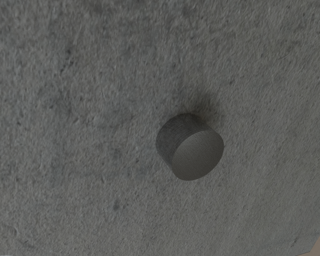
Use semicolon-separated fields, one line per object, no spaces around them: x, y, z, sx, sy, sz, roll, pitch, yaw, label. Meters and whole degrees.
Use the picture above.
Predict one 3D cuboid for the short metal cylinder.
0.041;0.026;0.431;0.081;0.050;0.079;-14;125;-21;short metal cylinder
